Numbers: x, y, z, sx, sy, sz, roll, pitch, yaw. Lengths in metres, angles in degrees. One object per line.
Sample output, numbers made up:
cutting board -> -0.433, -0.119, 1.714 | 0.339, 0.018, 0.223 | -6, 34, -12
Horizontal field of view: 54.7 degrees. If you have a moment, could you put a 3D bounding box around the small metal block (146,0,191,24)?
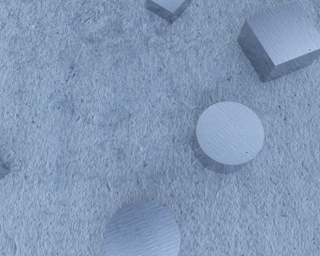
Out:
small metal block -> 0.014, -0.198, 0.481 | 0.050, 0.025, 0.050 | 35, 74, 12

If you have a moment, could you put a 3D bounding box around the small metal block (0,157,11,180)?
small metal block -> -0.227, 0.051, 0.388 | 0.050, 0.025, 0.050 | -41, 75, -14

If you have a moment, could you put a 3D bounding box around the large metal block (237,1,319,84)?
large metal block -> 0.170, -0.121, 0.440 | 0.080, 0.050, 0.080 | -22, 72, -8

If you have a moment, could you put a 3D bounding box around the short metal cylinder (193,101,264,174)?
short metal cylinder -> 0.083, 0.013, 0.391 | 0.081, 0.050, 0.080 | 0, 70, 0

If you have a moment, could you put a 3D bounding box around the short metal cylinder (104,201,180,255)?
short metal cylinder -> -0.019, 0.126, 0.349 | 0.081, 0.050, 0.080 | 0, 70, 0
